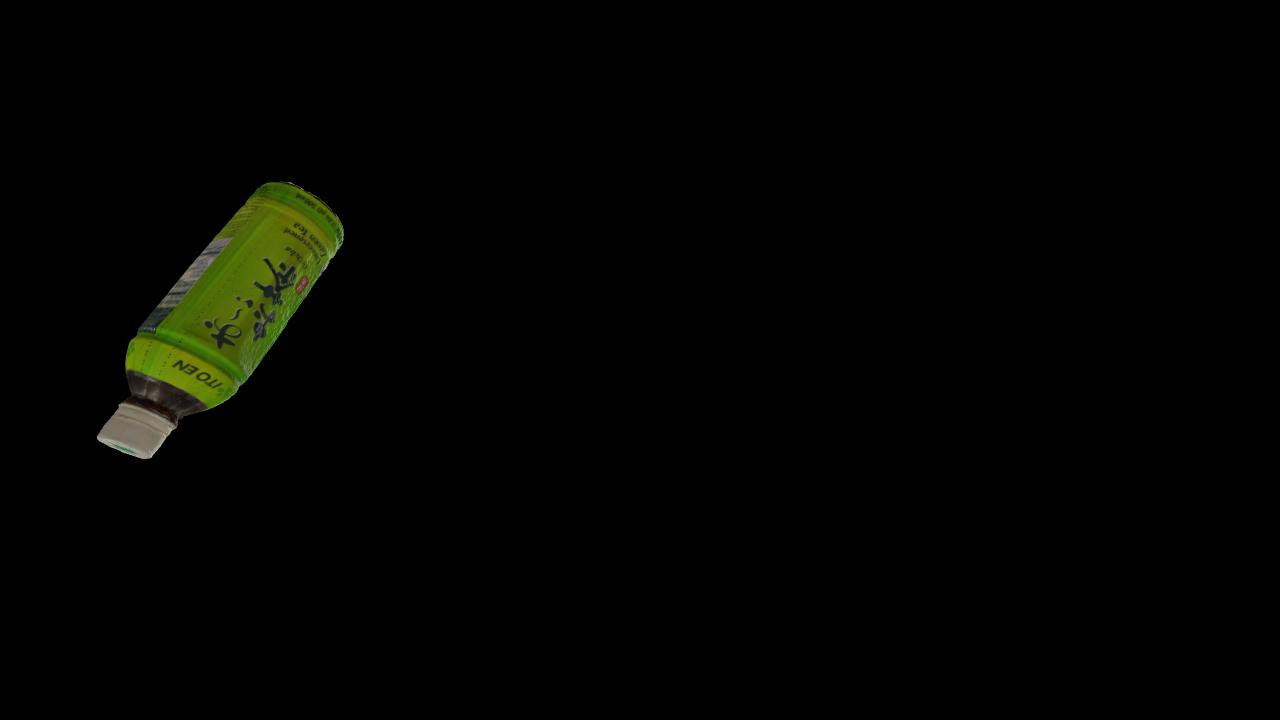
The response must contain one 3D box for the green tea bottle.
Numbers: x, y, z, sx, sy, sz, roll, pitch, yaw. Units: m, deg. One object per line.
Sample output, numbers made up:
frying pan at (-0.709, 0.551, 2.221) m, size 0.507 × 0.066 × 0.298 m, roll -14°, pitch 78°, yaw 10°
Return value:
green tea bottle at (-0.293, -0.032, 0.433) m, size 0.073 × 0.212 × 0.073 m, roll 14°, pitch -31°, yaw 9°
